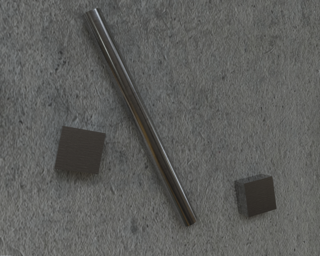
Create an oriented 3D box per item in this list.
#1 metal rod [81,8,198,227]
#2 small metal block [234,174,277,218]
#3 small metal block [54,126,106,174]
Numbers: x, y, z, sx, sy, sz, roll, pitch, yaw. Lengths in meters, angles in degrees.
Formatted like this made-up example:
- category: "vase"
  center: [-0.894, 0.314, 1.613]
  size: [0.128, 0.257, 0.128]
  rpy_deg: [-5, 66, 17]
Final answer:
- category: "metal rod"
  center: [-0.022, -0.006, 0.401]
  size: [0.025, 0.025, 0.299]
  rpy_deg: [-28, 99, -18]
- category: "small metal block"
  center: [0.142, 0.100, 0.462]
  size: [0.050, 0.025, 0.050]
  rpy_deg: [-10, 93, -20]
- category: "small metal block"
  center: [-0.097, 0.026, 0.374]
  size: [0.050, 0.025, 0.050]
  rpy_deg: [11, 86, -20]
